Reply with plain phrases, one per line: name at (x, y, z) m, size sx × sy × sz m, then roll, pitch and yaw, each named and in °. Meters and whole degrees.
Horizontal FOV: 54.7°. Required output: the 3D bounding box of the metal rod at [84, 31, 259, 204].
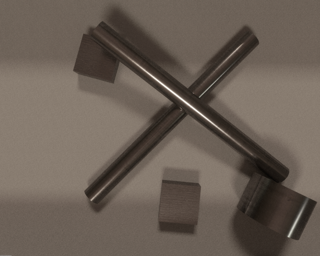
metal rod at (0.016, -0.014, 0.411) m, size 0.300 × 0.025 × 0.025 m, roll -45°, pitch 91°, yaw 0°

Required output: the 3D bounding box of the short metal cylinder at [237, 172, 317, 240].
short metal cylinder at (0.144, 0.095, 0.386) m, size 0.080 × 0.080 × 0.050 m, roll 26°, pitch 90°, yaw -1°

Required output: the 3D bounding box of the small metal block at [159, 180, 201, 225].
small metal block at (0.026, 0.098, 0.412) m, size 0.050 × 0.025 × 0.050 m, roll 6°, pitch 90°, yaw -1°

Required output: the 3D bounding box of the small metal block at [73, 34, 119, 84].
small metal block at (-0.081, -0.091, 0.410) m, size 0.050 × 0.025 × 0.050 m, roll 15°, pitch 90°, yaw -1°

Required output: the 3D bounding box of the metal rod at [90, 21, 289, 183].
metal rod at (0.045, -0.026, 0.387) m, size 0.301 × 0.025 × 0.025 m, roll 37°, pitch 90°, yaw -10°
